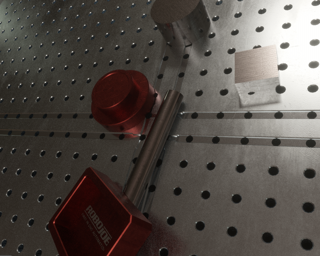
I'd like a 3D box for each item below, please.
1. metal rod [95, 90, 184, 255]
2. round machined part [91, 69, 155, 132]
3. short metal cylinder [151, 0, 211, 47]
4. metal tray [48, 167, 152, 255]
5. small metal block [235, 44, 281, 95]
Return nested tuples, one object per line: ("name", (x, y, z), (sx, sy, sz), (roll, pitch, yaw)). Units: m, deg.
("metal rod", (-0.035, 0.084, 0.373), (0.025, 0.025, 0.300), (10, 67, 32))
("round machined part", (-0.061, -0.047, 0.457), (0.098, 0.042, 0.098), (-13, 56, 20))
("short metal cylinder", (0.033, -0.174, 0.481), (0.080, 0.050, 0.080), (-13, 56, 20))
("metal tray", (-0.073, 0.109, 0.345), (0.090, 0.030, 0.130), (-55, 35, -4))
("small metal block", (0.122, -0.073, 0.388), (0.050, 0.025, 0.050), (-7, 59, 24))
